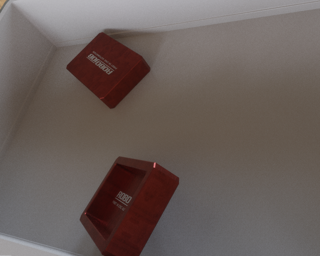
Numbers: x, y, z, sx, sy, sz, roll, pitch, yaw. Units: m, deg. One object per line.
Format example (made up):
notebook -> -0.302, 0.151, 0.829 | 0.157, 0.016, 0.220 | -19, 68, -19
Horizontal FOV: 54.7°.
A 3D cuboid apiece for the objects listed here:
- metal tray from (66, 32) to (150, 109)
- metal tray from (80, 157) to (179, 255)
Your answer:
metal tray -> -0.088, -0.099, 0.510 | 0.090, 0.030, 0.130 | -47, 51, -5
metal tray -> -0.039, 0.079, 0.330 | 0.090, 0.030, 0.130 | -59, 19, -14
